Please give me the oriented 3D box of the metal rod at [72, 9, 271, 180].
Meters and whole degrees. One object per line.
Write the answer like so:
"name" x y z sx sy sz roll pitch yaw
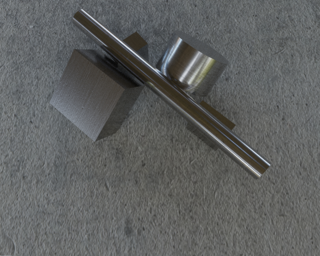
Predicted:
"metal rod" 0.004 -0.049 0.374 0.300 0.025 0.025 41 75 13

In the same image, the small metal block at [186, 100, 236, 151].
"small metal block" 0.063 -0.002 0.394 0.050 0.050 0.025 39 75 12

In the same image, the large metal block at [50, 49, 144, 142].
"large metal block" -0.080 -0.043 0.392 0.080 0.050 0.080 39 115 12

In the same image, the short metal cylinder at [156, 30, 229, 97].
"short metal cylinder" 0.042 -0.084 0.405 0.080 0.080 0.050 37 115 12

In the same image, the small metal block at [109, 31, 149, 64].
"small metal block" -0.044 -0.098 0.432 0.050 0.050 0.025 -37 75 -13
